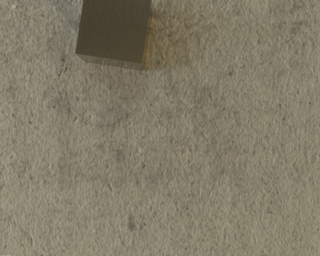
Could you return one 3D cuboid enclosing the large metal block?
[{"bbox_3d":[-0.056,-0.123,0.397,0.081,0.050,0.080,9,90,-1],"label":"large metal block"}]
